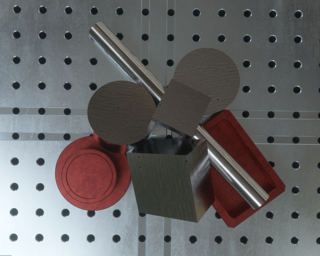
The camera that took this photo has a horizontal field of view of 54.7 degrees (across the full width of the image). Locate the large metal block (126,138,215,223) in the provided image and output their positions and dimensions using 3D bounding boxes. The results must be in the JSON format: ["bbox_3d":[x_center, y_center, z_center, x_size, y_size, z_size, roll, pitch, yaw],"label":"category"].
[{"bbox_3d":[0.014,0.059,0.371,0.080,0.050,0.079,-1,107,33],"label":"large metal block"}]

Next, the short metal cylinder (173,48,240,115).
[{"bbox_3d":[0.056,-0.057,0.398,0.081,0.050,0.079,0,90,0],"label":"short metal cylinder"}]

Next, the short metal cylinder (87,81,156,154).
[{"bbox_3d":[-0.047,-0.012,0.386,0.081,0.050,0.080,2,73,-8],"label":"short metal cylinder"}]

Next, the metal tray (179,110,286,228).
[{"bbox_3d":[0.088,0.052,0.408,0.090,0.030,0.130,-36,90,0],"label":"metal tray"}]

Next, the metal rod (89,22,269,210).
[{"bbox_3d":[0.017,-0.022,0.385,0.025,0.025,0.300,-43,81,0],"label":"metal rod"}]

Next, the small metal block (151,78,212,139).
[{"bbox_3d":[0.024,-0.021,0.357,0.050,0.025,0.050,26,82,0],"label":"small metal block"}]

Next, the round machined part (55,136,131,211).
[{"bbox_3d":[-0.087,0.059,0.400,0.099,0.042,0.097,0,90,0],"label":"round machined part"}]
